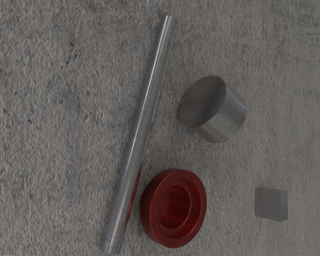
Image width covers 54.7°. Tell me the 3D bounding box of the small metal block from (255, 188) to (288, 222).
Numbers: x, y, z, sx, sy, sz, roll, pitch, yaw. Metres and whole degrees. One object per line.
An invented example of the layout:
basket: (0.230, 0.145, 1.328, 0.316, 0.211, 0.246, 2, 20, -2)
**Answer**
small metal block: (0.200, 0.136, 0.556, 0.025, 0.050, 0.050, 1, 90, -40)

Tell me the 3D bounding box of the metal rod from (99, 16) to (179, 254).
metal rod: (-0.022, -0.001, 0.385, 0.025, 0.025, 0.299, 23, 76, -38)

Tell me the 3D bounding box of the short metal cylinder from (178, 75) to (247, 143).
short metal cylinder: (0.072, -0.025, 0.429, 0.050, 0.080, 0.080, 33, 70, -35)

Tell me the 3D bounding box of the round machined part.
round machined part: (0.013, 0.101, 0.405, 0.099, 0.042, 0.097, 0, 90, -40)
